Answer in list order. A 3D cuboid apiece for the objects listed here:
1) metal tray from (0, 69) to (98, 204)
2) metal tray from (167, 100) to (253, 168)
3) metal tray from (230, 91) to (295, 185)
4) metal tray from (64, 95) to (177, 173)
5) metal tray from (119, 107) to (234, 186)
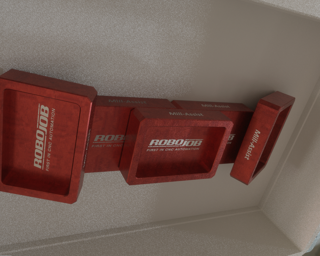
[{"bbox_3d":[-0.121,0.013,0.322,0.091,0.030,0.129,12,115,-6],"label":"metal tray"},{"bbox_3d":[0.067,0.009,0.446,0.131,0.030,0.089,0,118,-28],"label":"metal tray"},{"bbox_3d":[0.157,0.014,0.472,0.091,0.030,0.129,-21,132,-52],"label":"metal tray"},{"bbox_3d":[-0.048,0.008,0.383,0.131,0.030,0.089,0,118,-28],"label":"metal tray"},{"bbox_3d":[0.021,0.023,0.390,0.131,0.030,0.089,1,118,-29],"label":"metal tray"}]
